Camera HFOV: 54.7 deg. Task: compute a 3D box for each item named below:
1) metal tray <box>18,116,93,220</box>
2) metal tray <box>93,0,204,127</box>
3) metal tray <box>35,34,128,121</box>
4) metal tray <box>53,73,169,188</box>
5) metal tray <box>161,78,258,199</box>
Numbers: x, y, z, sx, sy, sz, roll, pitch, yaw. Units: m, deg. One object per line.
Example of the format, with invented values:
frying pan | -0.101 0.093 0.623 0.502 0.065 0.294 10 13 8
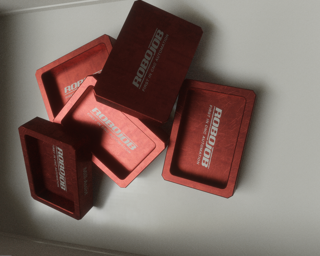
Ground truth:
metal tray | -0.139 0.057 0.422 0.090 0.030 0.129 18 125 19
metal tray | -0.013 -0.077 0.373 0.090 0.030 0.130 23 78 -5
metal tray | -0.107 -0.064 0.442 0.130 0.030 0.090 -22 83 18
metal tray | -0.063 0.004 0.404 0.130 0.030 0.090 43 110 -1
metal tray | 0.061 0.011 0.384 0.090 0.030 0.129 13 94 19
